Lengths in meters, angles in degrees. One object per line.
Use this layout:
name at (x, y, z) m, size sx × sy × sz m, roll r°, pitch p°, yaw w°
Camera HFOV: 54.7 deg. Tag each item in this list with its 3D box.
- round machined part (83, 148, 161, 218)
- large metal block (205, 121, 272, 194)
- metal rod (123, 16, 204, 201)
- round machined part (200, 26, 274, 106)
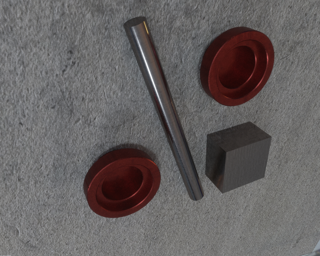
round machined part at (-0.052, 0.067, 0.409) m, size 0.099 × 0.042 × 0.097 m, roll -14°, pitch 124°, yaw -21°
large metal block at (0.120, 0.045, 0.484) m, size 0.081 × 0.050 × 0.079 m, roll -16°, pitch 125°, yaw -20°
metal rod at (0.017, -0.001, 0.415) m, size 0.025 × 0.025 × 0.299 m, roll -29°, pitch 129°, yaw -10°
round machined part at (0.093, -0.081, 0.397) m, size 0.099 × 0.042 × 0.097 m, roll -14°, pitch 124°, yaw -21°
